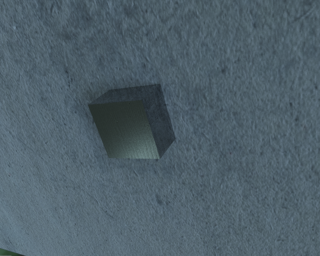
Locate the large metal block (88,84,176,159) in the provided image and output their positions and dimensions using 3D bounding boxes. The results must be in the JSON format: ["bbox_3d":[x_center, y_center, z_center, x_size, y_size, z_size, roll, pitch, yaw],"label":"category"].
[{"bbox_3d":[-0.035,-0.007,0.405,0.080,0.050,0.080,-2,117,29],"label":"large metal block"}]
